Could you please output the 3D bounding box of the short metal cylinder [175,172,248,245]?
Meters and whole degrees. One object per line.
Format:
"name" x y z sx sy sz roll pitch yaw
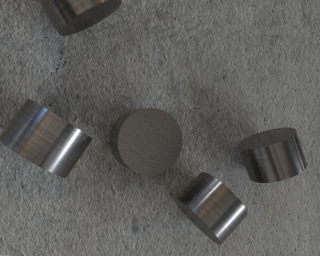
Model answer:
"short metal cylinder" 0.065 0.104 0.404 0.050 0.080 0.080 -43 104 -15

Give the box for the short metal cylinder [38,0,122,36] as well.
"short metal cylinder" -0.090 -0.146 0.346 0.080 0.080 0.050 -32 101 -17

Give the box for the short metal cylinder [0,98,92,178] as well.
"short metal cylinder" -0.122 0.012 0.335 0.080 0.080 0.050 35 79 -17

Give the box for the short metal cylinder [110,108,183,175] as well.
"short metal cylinder" -0.019 0.016 0.389 0.081 0.050 0.080 0 90 -20

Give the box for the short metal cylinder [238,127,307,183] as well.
"short metal cylinder" 0.158 0.037 0.438 0.081 0.080 0.050 -23 98 -19
